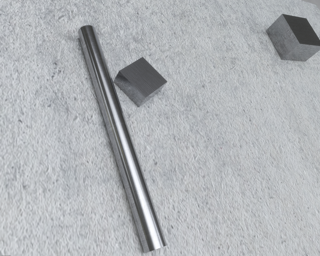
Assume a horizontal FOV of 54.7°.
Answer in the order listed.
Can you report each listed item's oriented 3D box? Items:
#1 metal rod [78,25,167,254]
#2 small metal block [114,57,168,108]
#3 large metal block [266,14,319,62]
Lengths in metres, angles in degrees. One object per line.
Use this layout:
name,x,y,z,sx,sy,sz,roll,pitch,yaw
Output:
metal rod,-0.053,-0.003,0.378,0.025,0.025,0.299,-7,65,-32
small metal block,-0.027,-0.064,0.430,0.050,0.025,0.050,46,51,3
large metal block,0.288,-0.192,0.664,0.081,0.050,0.080,-4,64,-30
